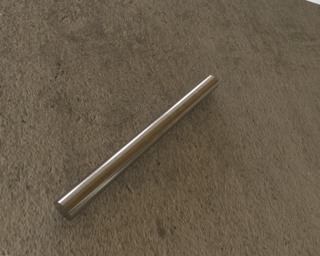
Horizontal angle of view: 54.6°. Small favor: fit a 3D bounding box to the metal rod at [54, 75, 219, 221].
[{"bbox_3d":[-0.007,0.005,0.399,0.025,0.025,0.302,46,51,4],"label":"metal rod"}]
